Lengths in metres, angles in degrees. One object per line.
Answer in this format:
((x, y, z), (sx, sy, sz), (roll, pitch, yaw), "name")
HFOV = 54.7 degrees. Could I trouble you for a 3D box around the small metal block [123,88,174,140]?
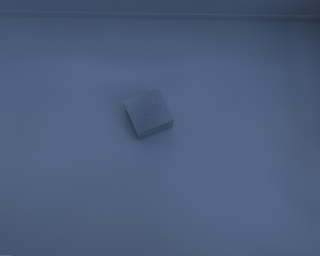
((-0.015, -0.019, 0.413), (0.050, 0.025, 0.050), (-22, 72, -8), "small metal block")
